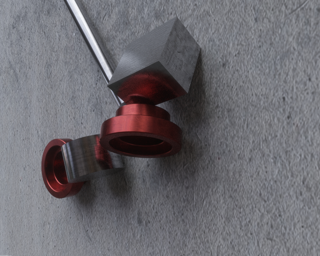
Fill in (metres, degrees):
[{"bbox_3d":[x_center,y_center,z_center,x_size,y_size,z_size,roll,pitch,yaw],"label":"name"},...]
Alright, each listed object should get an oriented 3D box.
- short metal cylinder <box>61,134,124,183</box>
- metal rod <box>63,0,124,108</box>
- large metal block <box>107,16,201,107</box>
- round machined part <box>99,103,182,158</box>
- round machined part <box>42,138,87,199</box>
[{"bbox_3d":[-0.097,0.045,0.450,0.080,0.081,0.050,-25,74,37],"label":"short metal cylinder"},{"bbox_3d":[-0.115,-0.154,0.499,0.025,0.025,0.299,-43,64,31],"label":"metal rod"},{"bbox_3d":[-0.005,-0.073,0.368,0.080,0.050,0.080,-17,41,38],"label":"large metal block"},{"bbox_3d":[-0.022,0.003,0.380,0.098,0.098,0.042,-15,62,39],"label":"round machined part"},{"bbox_3d":[-0.155,0.066,0.522,0.098,0.042,0.097,0,90,40],"label":"round machined part"}]
